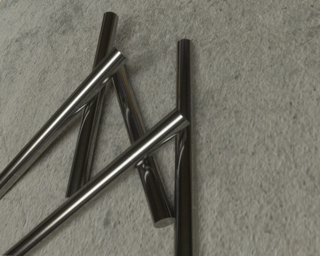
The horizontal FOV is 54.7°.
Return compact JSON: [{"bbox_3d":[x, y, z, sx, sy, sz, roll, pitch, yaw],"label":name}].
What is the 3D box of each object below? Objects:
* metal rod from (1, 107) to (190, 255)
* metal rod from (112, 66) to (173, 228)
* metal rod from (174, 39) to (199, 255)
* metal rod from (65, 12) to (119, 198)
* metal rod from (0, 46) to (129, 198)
[{"bbox_3d":[-0.087,0.082,0.375,0.300,0.025,0.025,-40,51,9],"label":"metal rod"},{"bbox_3d":[-0.037,-0.009,0.426,0.025,0.025,0.299,-28,52,10],"label":"metal rod"},{"bbox_3d":[0.031,0.006,0.382,0.025,0.025,0.299,-11,57,22],"label":"metal rod"},{"bbox_3d":[-0.096,-0.046,0.459,0.025,0.025,0.299,-4,66,25],"label":"metal rod"},{"bbox_3d":[-0.156,0.002,0.445,0.299,0.025,0.025,-45,51,11],"label":"metal rod"}]
